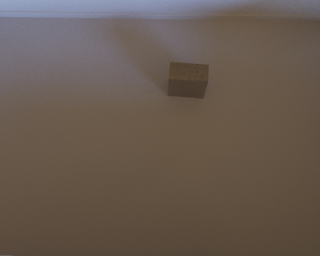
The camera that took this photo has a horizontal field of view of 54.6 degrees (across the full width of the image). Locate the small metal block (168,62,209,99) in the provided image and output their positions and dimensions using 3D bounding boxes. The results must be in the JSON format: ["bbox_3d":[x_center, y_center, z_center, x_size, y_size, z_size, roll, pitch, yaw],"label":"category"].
[{"bbox_3d":[0.037,-0.064,0.420,0.050,0.050,0.025,4,70,2],"label":"small metal block"}]
